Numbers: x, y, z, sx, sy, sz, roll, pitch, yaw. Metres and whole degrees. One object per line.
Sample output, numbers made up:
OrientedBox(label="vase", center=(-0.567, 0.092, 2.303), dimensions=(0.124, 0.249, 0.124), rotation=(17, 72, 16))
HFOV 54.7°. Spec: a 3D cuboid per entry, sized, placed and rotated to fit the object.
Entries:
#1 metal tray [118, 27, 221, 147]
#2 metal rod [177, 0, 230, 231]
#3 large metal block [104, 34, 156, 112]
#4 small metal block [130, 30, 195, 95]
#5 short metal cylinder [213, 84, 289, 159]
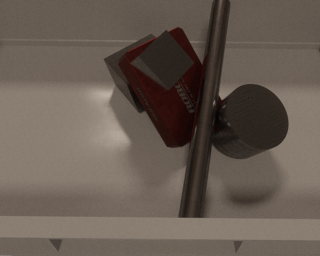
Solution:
OrientedBox(label="metal tray", center=(0.019, -0.051, 0.395), dimensions=(0.091, 0.030, 0.130), rotation=(-34, 98, -26))
OrientedBox(label="metal rod", center=(0.057, -0.033, 0.373), dimensions=(0.025, 0.025, 0.299), rotation=(9, 69, 7))
OrientedBox(label="large metal block", center=(-0.021, -0.080, 0.439), dimensions=(0.080, 0.050, 0.080), rotation=(-31, 47, -11))
OrientedBox(label="small metal block", center=(0.003, -0.076, 0.360), dimensions=(0.050, 0.025, 0.050), rotation=(47, 67, -13))
OrientedBox(label="short metal cylinder", center=(0.105, -0.007, 0.376), dimensions=(0.081, 0.050, 0.080), rotation=(6, 70, -16))
